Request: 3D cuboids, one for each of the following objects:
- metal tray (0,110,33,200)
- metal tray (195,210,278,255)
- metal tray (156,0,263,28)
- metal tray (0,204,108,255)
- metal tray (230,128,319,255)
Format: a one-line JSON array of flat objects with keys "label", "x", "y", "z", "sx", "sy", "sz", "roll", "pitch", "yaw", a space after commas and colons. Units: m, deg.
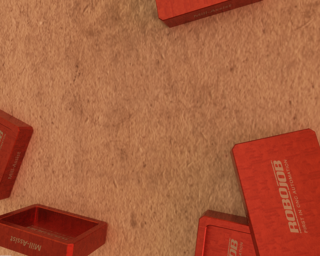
[{"label": "metal tray", "x": -0.267, "y": 0.041, "z": 0.498, "sx": 0.090, "sy": 0.030, "sz": 0.129, "roll": 25, "pitch": 98, "yaw": 17}, {"label": "metal tray", "x": 0.088, "y": 0.174, "z": 0.374, "sx": 0.090, "sy": 0.030, "sz": 0.129, "roll": 7, "pitch": 92, "yaw": 19}, {"label": "metal tray", "x": 0.057, "y": -0.189, "z": 0.386, "sx": 0.130, "sy": 0.030, "sz": 0.089, "roll": -11, "pitch": 87, "yaw": 19}, {"label": "metal tray", "x": -0.151, "y": 0.143, "z": 0.426, "sx": 0.130, "sy": 0.090, "sz": 0.030, "roll": 8, "pitch": 93, "yaw": 19}, {"label": "metal tray", "x": 0.137, "y": 0.073, "z": 0.339, "sx": 0.090, "sy": 0.030, "sz": 0.129, "roll": -13, "pitch": 78, "yaw": 5}]
